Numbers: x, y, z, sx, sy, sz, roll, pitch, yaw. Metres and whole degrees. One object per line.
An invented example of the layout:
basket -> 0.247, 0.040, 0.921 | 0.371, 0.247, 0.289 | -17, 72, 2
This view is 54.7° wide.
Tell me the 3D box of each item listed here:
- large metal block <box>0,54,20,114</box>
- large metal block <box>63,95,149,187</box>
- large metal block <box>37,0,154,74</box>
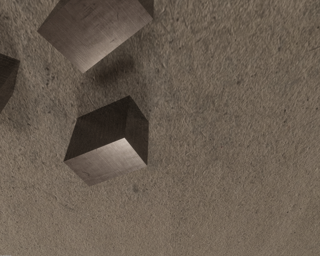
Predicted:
large metal block -> -0.207, -0.047, 0.328 | 0.080, 0.080, 0.050 | 20, 127, -17
large metal block -> -0.062, 0.015, 0.383 | 0.080, 0.080, 0.050 | -21, 127, 17
large metal block -> -0.053, -0.108, 0.278 | 0.080, 0.080, 0.050 | -31, 124, 23
